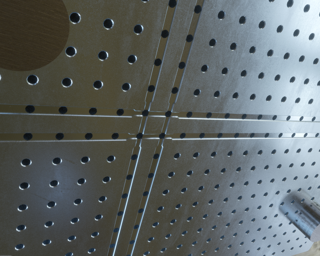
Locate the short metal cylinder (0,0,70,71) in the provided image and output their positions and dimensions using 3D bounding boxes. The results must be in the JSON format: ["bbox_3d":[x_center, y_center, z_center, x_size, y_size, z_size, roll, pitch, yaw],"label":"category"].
[{"bbox_3d":[-0.125,-0.096,0.268,0.081,0.050,0.079,-14,125,-21],"label":"short metal cylinder"}]

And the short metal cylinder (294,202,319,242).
[{"bbox_3d":[0.372,0.226,0.743,0.081,0.050,0.079,-14,125,-21],"label":"short metal cylinder"}]
